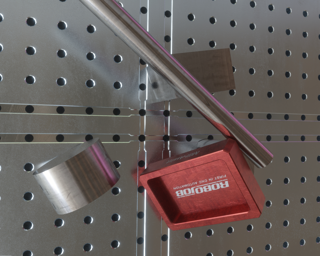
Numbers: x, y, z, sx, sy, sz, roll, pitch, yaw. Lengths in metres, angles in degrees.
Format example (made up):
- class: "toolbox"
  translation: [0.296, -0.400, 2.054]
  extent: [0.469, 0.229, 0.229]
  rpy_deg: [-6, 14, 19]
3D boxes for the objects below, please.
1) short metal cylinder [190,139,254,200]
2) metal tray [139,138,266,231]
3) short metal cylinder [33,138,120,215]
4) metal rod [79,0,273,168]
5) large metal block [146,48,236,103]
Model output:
- class: "short metal cylinder"
  translation: [0.082, 0.056, 0.431]
  extent: [0.081, 0.050, 0.079]
  rpy_deg: [0, 90, -21]
- class: "metal tray"
  translation: [0.048, 0.074, 0.380]
  extent: [0.090, 0.130, 0.030]
  rpy_deg: [61, 35, -11]
- class: "short metal cylinder"
  translation: [-0.093, 0.052, 0.350]
  extent: [0.080, 0.080, 0.050]
  rpy_deg: [-30, 100, -18]
- class: "metal rod"
  translation: [0.018, -0.056, 0.334]
  extent: [0.300, 0.025, 0.025]
  rpy_deg: [41, 77, -16]
- class: "large metal block"
  translation: [0.037, -0.065, 0.398]
  extent: [0.081, 0.080, 0.050]
  rpy_deg: [-11, 94, -20]
